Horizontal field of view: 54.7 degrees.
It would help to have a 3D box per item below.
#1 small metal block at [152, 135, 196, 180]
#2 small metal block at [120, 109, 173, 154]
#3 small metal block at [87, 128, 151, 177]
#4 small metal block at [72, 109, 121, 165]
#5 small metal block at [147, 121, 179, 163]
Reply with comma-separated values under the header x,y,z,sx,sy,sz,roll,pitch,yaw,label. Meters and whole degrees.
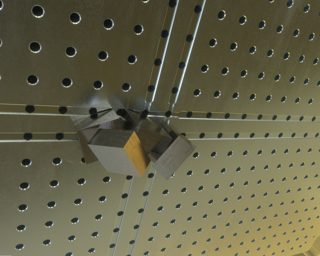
x,y,z,sx,sy,sz,roll,pitch,yaw,label
0.020,0.036,0.395,0.050,0.025,0.050,-49,173,6,small metal block
-0.020,0.005,0.388,0.050,0.050,0.025,20,108,-36,small metal block
-0.046,0.028,0.353,0.025,0.050,0.050,-61,141,-36,small metal block
-0.074,0.010,0.379,0.050,0.025,0.050,-18,126,-18,small metal block
0.008,0.027,0.434,0.050,0.025,0.050,-46,130,3,small metal block
